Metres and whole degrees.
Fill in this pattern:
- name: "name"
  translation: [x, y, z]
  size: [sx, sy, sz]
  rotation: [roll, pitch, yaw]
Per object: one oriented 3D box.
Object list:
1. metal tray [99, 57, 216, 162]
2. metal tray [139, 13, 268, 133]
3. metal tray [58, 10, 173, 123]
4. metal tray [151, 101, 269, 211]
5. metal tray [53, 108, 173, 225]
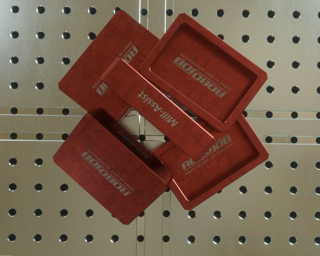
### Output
- name: "metal tray"
  translation: [-0.002, -0.019, 0.350]
  size: [0.130, 0.090, 0.030]
  rotation: [41, 90, -1]
- name: "metal tray"
  translation: [0.052, -0.065, 0.381]
  size: [0.130, 0.030, 0.090]
  rotation: [36, 90, -1]
- name: "metal tray"
  translation: [-0.057, -0.076, 0.409]
  size: [0.090, 0.030, 0.130]
  rotation: [39, 90, -1]
- name: "metal tray"
  translation: [0.063, 0.035, 0.410]
  size: [0.130, 0.030, 0.090]
  rotation: [-34, 90, -1]
- name: "metal tray"
  translation: [-0.060, 0.050, 0.391]
  size: [0.130, 0.030, 0.090]
  rotation: [42, 115, -1]
